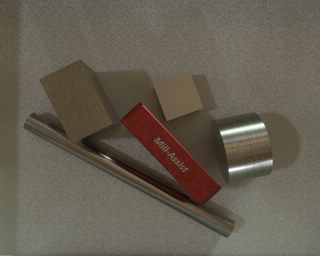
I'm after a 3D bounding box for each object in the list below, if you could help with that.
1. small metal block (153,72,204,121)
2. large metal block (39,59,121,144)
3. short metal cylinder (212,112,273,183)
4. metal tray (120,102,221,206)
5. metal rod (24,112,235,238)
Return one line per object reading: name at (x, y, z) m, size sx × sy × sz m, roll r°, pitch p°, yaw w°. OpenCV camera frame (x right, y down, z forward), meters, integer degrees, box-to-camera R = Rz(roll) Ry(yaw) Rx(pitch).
small metal block at (0.024, -0.040, 0.409) m, size 0.050 × 0.025 × 0.050 m, roll -20°, pitch 90°, yaw -1°
large metal block at (-0.093, -0.029, 0.381) m, size 0.050 × 0.080 × 0.080 m, roll -26°, pitch 90°, yaw 0°
short metal cylinder at (0.099, 0.024, 0.384) m, size 0.050 × 0.080 × 0.080 m, roll -12°, pitch 90°, yaw 1°
metal tray at (0.012, 0.029, 0.377) m, size 0.030 × 0.090 × 0.130 m, roll -44°, pitch 91°, yaw 0°
metal rod at (-0.039, 0.062, 0.410) m, size 0.301 × 0.025 × 0.025 m, roll 29°, pitch 90°, yaw -1°
